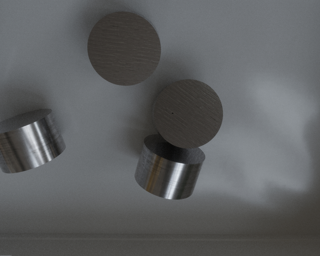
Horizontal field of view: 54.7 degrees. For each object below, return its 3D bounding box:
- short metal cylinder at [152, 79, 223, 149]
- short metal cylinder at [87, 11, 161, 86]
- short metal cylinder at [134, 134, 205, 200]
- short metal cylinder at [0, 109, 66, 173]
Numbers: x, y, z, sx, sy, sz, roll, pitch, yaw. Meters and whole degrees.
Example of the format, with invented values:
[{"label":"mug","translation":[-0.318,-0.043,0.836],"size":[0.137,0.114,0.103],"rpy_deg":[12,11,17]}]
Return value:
[{"label":"short metal cylinder","translation":[0.031,-0.017,0.380],"size":[0.081,0.050,0.079],"rpy_deg":[0,92,-6]},{"label":"short metal cylinder","translation":[-0.039,-0.094,0.363],"size":[0.081,0.050,0.079],"rpy_deg":[0,110,-1]},{"label":"short metal cylinder","translation":[0.012,0.048,0.400],"size":[0.081,0.080,0.050],"rpy_deg":[14,110,-6]},{"label":"short metal cylinder","translation":[-0.165,0.014,0.385],"size":[0.080,0.080,0.050],"rpy_deg":[-13,110,4]}]
